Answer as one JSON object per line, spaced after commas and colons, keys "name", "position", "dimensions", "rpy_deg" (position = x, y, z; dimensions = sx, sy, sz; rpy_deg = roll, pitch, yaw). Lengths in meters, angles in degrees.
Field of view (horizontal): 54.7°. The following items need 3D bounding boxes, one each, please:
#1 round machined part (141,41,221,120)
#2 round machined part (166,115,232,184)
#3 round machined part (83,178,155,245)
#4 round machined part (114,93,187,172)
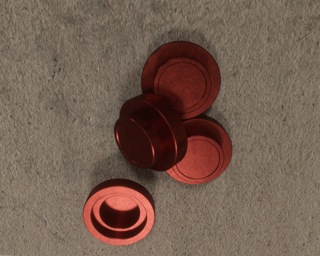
{"name": "round machined part", "position": [0.026, -0.056, 0.381], "dimensions": [0.099, 0.042, 0.097], "rpy_deg": [0, 110, -1]}
{"name": "round machined part", "position": [0.048, 0.034, 0.414], "dimensions": [0.099, 0.042, 0.097], "rpy_deg": [0, 110, -1]}
{"name": "round machined part", "position": [-0.056, 0.114, 0.442], "dimensions": [0.099, 0.042, 0.097], "rpy_deg": [0, 110, -1]}
{"name": "round machined part", "position": [-0.018, 0.010, 0.375], "dimensions": [0.098, 0.042, 0.097], "rpy_deg": [26, 131, 35]}
